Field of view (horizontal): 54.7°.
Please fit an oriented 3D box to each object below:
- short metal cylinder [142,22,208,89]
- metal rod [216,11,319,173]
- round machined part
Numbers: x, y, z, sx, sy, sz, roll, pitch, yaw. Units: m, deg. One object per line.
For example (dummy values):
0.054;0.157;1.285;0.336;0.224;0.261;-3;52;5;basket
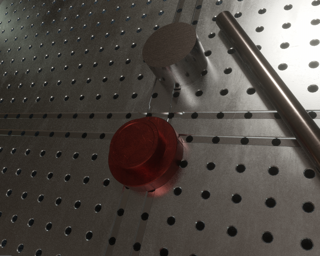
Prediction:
0.022;-0.103;0.443;0.080;0.050;0.080;-13;56;20;short metal cylinder
0.134;-0.049;0.367;0.025;0.025;0.299;-28;52;10;metal rod
-0.024;0.027;0.392;0.098;0.042;0.098;-13;56;20;round machined part
